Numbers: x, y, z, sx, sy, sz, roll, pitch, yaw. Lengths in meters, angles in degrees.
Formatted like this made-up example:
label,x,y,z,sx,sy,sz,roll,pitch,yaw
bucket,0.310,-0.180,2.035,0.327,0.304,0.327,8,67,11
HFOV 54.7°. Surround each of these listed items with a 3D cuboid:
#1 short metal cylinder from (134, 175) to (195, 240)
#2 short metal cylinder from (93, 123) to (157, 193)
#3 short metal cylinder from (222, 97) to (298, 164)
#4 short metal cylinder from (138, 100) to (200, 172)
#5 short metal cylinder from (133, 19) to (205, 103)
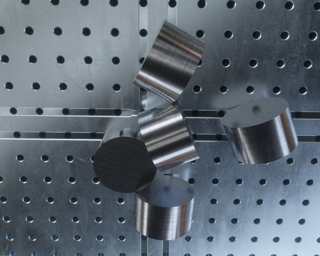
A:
label,x,y,z,sx,sy,sz,roll,pitch,yaw
short metal cylinder,0.005,0.106,0.423,0.081,0.080,0.050,3,110,-1
short metal cylinder,-0.044,0.039,0.414,0.081,0.050,0.079,0,110,0
short metal cylinder,0.124,0.002,0.386,0.080,0.080,0.050,-21,109,7
short metal cylinder,0.012,0.009,0.387,0.050,0.080,0.080,-21,109,7
short metal cylinder,0.009,-0.076,0.356,0.050,0.080,0.080,27,108,-10
